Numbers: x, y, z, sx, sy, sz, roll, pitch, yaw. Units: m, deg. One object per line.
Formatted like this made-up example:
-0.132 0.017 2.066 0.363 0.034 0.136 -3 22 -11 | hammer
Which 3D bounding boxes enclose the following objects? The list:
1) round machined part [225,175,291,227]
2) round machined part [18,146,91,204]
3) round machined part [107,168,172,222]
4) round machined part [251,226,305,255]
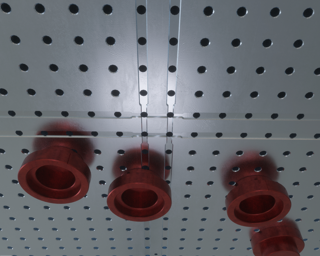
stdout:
0.154 0.114 0.498 0.099 0.042 0.097 0 130 0 | round machined part
-0.150 0.065 0.454 0.099 0.042 0.097 0 130 0 | round machined part
-0.031 0.101 0.486 0.099 0.042 0.097 0 130 0 | round machined part
0.231 0.236 0.603 0.099 0.042 0.097 0 130 0 | round machined part
